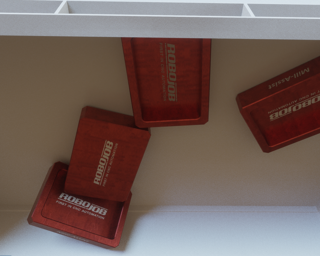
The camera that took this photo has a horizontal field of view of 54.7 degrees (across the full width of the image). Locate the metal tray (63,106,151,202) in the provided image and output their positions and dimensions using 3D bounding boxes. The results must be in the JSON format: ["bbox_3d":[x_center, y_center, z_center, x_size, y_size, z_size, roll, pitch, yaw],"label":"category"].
[{"bbox_3d":[-0.074,0.040,0.424,0.091,0.030,0.129,13,121,-14],"label":"metal tray"}]

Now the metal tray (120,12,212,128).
[{"bbox_3d":[0.010,-0.060,0.354,0.091,0.030,0.129,-3,130,2],"label":"metal tray"}]

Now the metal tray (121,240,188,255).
[{"bbox_3d":[-0.005,0.286,0.651,0.131,0.030,0.090,31,123,-24],"label":"metal tray"}]

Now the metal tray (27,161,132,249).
[{"bbox_3d":[-0.114,0.116,0.460,0.131,0.090,0.030,27,145,-22],"label":"metal tray"}]

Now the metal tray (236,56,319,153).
[{"bbox_3d":[0.173,-0.028,0.382,0.130,0.030,0.090,-25,126,20],"label":"metal tray"}]
